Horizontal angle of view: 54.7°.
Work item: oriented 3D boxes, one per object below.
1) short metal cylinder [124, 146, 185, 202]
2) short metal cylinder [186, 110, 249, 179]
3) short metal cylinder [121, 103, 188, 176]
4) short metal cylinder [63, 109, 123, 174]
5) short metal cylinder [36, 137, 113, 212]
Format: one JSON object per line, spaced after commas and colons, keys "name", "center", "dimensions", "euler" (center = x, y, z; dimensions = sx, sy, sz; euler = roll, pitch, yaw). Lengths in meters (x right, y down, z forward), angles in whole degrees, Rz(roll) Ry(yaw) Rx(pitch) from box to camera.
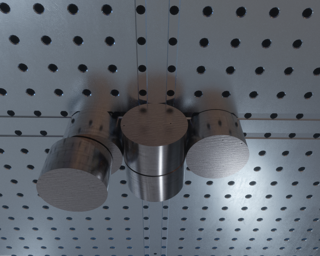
{"name": "short metal cylinder", "center": [-0.006, 0.052, 0.419], "dimensions": [0.080, 0.080, 0.050], "euler": [-1, 130, 0]}
{"name": "short metal cylinder", "center": [0.073, 0.022, 0.414], "dimensions": [0.081, 0.050, 0.079], "euler": [0, 130, 0]}
{"name": "short metal cylinder", "center": [-0.007, 0.013, 0.387], "dimensions": [0.081, 0.080, 0.050], "euler": [1, 131, -1]}
{"name": "short metal cylinder", "center": [-0.088, 0.021, 0.412], "dimensions": [0.081, 0.050, 0.079], "euler": [0, 130, 0]}
{"name": "short metal cylinder", "center": [-0.101, 0.057, 0.375], "dimensions": [0.081, 0.050, 0.079], "euler": [0, 130, 0]}
